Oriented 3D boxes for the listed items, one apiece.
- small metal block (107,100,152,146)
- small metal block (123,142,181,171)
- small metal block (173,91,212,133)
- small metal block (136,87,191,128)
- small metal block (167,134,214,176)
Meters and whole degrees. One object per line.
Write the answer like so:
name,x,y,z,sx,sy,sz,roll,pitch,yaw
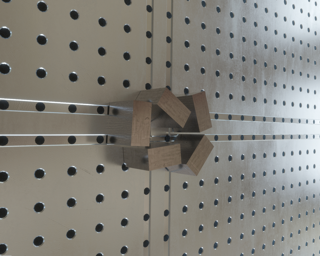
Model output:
small metal block,-0.036,-0.005,0.361,0.025,0.050,0.050,5,88,-40
small metal block,-0.010,0.034,0.383,0.050,0.050,0.025,-7,94,-40
small metal block,0.040,-0.021,0.424,0.025,0.050,0.050,-21,103,-38
small metal block,0.002,-0.024,0.393,0.050,0.050,0.025,41,66,-33
small metal block,0.037,0.035,0.422,0.025,0.050,0.050,50,61,-28
